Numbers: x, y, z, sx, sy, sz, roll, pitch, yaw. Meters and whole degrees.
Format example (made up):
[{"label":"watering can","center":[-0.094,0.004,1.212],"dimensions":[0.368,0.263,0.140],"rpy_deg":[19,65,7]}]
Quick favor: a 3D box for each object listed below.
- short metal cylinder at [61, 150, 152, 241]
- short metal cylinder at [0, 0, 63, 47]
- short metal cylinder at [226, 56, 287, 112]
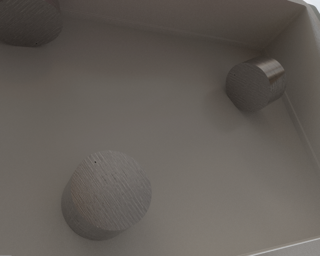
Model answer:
[{"label":"short metal cylinder","center":[-0.055,0.070,0.318],"dimensions":[0.081,0.050,0.080],"rpy_deg":[14,56,-21]},{"label":"short metal cylinder","center":[-0.162,-0.143,0.371],"dimensions":[0.081,0.080,0.050],"rpy_deg":[-3,64,-30]},{"label":"short metal cylinder","center":[0.154,-0.071,0.500],"dimensions":[0.050,0.080,0.080],"rpy_deg":[-26,76,-37]}]
